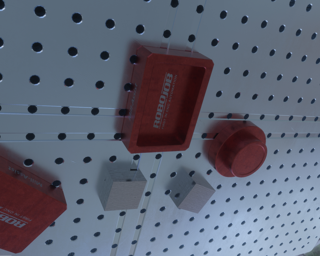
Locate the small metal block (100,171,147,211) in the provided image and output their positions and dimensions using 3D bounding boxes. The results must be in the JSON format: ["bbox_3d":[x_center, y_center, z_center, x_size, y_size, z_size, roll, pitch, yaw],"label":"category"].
[{"bbox_3d":[-0.052,0.088,0.437,0.050,0.025,0.050,5,116,-31],"label":"small metal block"}]

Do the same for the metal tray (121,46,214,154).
[{"bbox_3d":[0.007,-0.031,0.391,0.091,0.030,0.129,-1,119,-28],"label":"metal tray"}]

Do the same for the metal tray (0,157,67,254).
[{"bbox_3d":[-0.188,0.088,0.360,0.090,0.030,0.130,-44,129,2],"label":"metal tray"}]

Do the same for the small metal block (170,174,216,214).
[{"bbox_3d":[0.055,0.109,0.508,0.050,0.025,0.050,27,104,-37],"label":"small metal block"}]

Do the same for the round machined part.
[{"bbox_3d":[0.131,0.040,0.497,0.099,0.042,0.097,-14,124,-21],"label":"round machined part"}]
